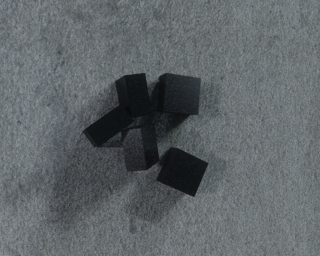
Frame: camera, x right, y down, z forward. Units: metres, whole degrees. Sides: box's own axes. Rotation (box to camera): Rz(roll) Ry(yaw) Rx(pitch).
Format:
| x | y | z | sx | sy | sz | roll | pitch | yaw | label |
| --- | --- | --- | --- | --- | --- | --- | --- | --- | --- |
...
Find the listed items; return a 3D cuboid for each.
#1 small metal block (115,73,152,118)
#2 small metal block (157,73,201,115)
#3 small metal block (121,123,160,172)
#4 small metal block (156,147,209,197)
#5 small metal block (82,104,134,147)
| x | y | z | sx | sy | sz | roll | pitch | yaw | label |
| --- | --- | --- | --- | --- | --- | --- | --- | --- | --- |
| -0.034 | -0.038 | 0.384 | 0.025 | 0.050 | 0.050 | -10 | 94 | -20 | small metal block |
| 0.026 | -0.045 | 0.420 | 0.050 | 0.025 | 0.050 | 5 | 88 | -20 | small metal block |
| -0.023 | 0.023 | 0.385 | 0.025 | 0.050 | 0.050 | -6 | 95 | 18 | small metal block |
| 0.031 | 0.060 | 0.422 | 0.050 | 0.025 | 0.050 | 27 | 81 | -19 | small metal block |
| -0.063 | -0.002 | 0.372 | 0.050 | 0.050 | 0.025 | -37 | 97 | -16 | small metal block |
